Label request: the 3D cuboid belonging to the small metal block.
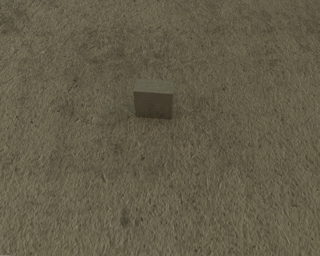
[{"bbox_3d":[-0.008,-0.039,0.420,0.050,0.050,0.025,4,50,3],"label":"small metal block"}]
